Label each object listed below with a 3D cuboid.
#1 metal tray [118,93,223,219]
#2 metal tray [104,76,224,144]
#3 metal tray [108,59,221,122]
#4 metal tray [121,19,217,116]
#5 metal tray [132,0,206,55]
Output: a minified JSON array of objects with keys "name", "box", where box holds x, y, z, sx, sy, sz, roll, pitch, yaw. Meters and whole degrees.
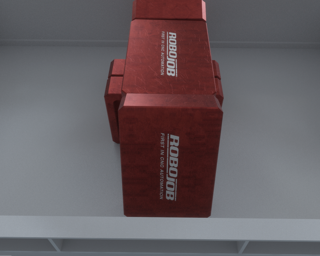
[{"name":"metal tray","box":[0.009,0.032,0.306,0.091,0.129,0.030,1,28,0]},{"name":"metal tray","box":[0.005,-0.019,0.378,0.131,0.090,0.030,1,50,0]},{"name":"metal tray","box":[0.005,-0.043,0.397,0.131,0.090,0.030,1,50,0]},{"name":"metal tray","box":[0.009,-0.072,0.343,0.091,0.030,0.130,1,50,0]},{"name":"metal tray","box":[0.011,-0.124,0.438,0.091,0.130,0.030,1,71,0]}]
